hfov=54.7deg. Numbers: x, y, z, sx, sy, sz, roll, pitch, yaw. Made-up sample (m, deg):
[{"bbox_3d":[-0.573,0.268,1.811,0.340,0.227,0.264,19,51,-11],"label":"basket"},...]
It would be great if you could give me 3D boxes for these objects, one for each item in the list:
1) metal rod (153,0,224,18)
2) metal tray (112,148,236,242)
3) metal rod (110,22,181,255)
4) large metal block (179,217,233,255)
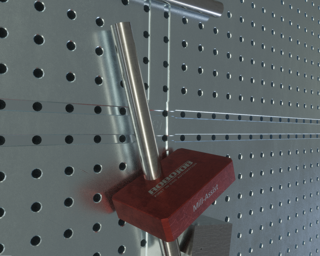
[{"bbox_3d":[-0.025,-0.179,0.389,0.302,0.025,0.025,-3,92,-40],"label":"metal rod"},{"bbox_3d":[0.020,0.073,0.378,0.131,0.090,0.030,-32,118,-38],"label":"metal tray"},{"bbox_3d":[-0.015,0.023,0.384,0.025,0.025,0.298,-19,101,-39],"label":"metal rod"},{"bbox_3d":[0.054,0.172,0.441,0.081,0.050,0.080,13,82,-40],"label":"large metal block"}]
